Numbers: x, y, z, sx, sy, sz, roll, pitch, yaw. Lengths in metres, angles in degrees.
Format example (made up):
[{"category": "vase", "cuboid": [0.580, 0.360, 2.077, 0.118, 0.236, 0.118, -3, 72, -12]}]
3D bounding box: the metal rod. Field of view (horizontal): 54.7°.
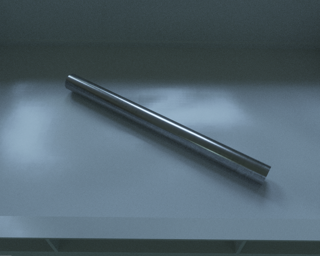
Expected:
[{"category": "metal rod", "cuboid": [-0.004, -0.007, 0.408, 0.301, 0.025, 0.025, 26, 55, 20]}]
